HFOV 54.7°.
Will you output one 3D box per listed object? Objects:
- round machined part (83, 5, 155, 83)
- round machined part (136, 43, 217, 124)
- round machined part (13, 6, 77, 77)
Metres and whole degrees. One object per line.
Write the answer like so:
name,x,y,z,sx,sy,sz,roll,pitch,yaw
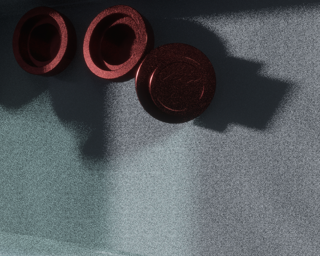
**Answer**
round machined part,-0.050,-0.108,0.415,0.098,0.042,0.097,-3,84,26
round machined part,0.020,-0.052,0.372,0.099,0.042,0.097,-2,105,-6
round machined part,-0.164,-0.124,0.460,0.098,0.042,0.097,0,90,20
